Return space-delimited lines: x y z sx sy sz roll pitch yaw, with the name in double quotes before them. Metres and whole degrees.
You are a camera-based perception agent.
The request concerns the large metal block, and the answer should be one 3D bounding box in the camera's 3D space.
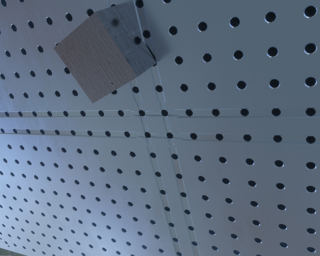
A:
"large metal block" -0.065 -0.088 0.374 0.080 0.050 0.080 -24 106 36
